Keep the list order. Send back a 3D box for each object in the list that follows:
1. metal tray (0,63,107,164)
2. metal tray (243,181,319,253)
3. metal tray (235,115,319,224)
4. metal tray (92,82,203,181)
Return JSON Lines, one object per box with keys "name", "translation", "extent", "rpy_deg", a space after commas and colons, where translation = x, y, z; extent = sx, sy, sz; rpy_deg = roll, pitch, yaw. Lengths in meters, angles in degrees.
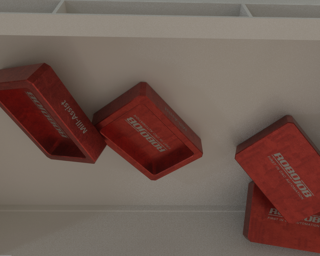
{"name": "metal tray", "translation": [-0.133, -0.012, 0.369], "extent": [0.090, 0.030, 0.130], "rpy_deg": [1, 136, 33]}
{"name": "metal tray", "translation": [0.201, 0.136, 0.476], "extent": [0.131, 0.090, 0.030], "rpy_deg": [9, 170, 1]}
{"name": "metal tray", "translation": [0.177, 0.059, 0.423], "extent": [0.090, 0.030, 0.130], "rpy_deg": [-38, 96, 26]}
{"name": "metal tray", "translation": [-0.015, 0.010, 0.414], "extent": [0.090, 0.030, 0.130], "rpy_deg": [-31, 124, 23]}
